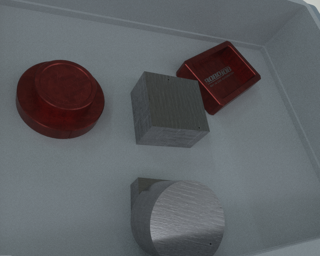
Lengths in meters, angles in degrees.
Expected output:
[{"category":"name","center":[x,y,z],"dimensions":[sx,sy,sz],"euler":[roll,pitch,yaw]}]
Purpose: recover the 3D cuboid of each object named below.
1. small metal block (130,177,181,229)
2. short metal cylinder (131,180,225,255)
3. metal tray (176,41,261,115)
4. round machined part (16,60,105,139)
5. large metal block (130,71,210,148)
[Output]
[{"category":"small metal block","center":[-0.005,0.086,0.352],"dimensions":[0.050,0.025,0.050],"euler":[10,56,-24]},{"category":"short metal cylinder","center":[0.017,0.093,0.312],"dimensions":[0.081,0.050,0.080],"euler":[5,78,-25]},{"category":"metal tray","center":[0.100,-0.086,0.510],"dimensions":[0.131,0.030,0.090],"euler":[-33,81,-38]},{"category":"round machined part","center":[-0.112,-0.040,0.359],"dimensions":[0.099,0.042,0.098],"euler":[14,56,-21]},{"category":"large metal block","center":[0.011,-0.022,0.411],"dimensions":[0.081,0.050,0.080],"euler":[5,59,-26]}]
